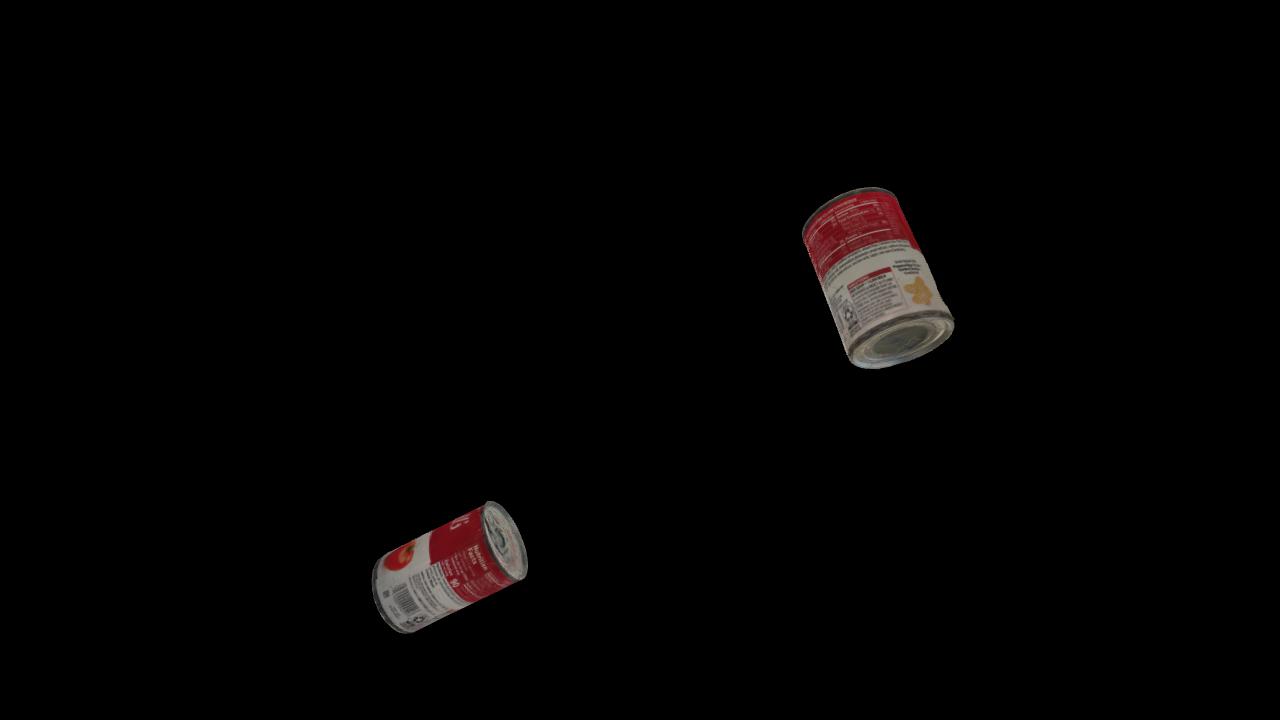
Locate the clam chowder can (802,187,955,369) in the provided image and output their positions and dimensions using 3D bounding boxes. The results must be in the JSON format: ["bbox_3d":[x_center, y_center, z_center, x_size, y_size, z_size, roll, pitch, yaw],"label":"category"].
[{"bbox_3d":[0.155,-0.053,0.408,0.068,0.102,0.068,-8,-28,-4],"label":"clam chowder can"}]

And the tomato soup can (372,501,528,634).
[{"bbox_3d":[-0.150,0.166,0.491,0.101,0.068,0.068,-27,-2,3],"label":"tomato soup can"}]
